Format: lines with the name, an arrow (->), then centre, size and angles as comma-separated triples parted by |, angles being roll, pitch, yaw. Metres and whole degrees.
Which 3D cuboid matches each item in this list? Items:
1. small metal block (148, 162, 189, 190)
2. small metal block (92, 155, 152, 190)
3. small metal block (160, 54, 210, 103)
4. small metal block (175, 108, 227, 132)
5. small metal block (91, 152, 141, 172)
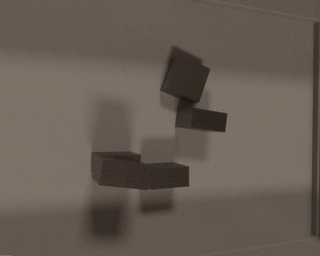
small metal block -> 0.004, 0.061, 0.400 | 0.050, 0.050, 0.025 | -1, 91, -20
small metal block -> -0.042, 0.047, 0.329 | 0.050, 0.050, 0.025 | 10, 87, -20
small metal block -> 0.035, -0.066, 0.424 | 0.050, 0.025, 0.050 | 21, 83, -19
small metal block -> 0.055, -0.010, 0.419 | 0.050, 0.050, 0.025 | 8, 88, -20
small metal block -> -0.055, 0.043, 0.378 | 0.050, 0.050, 0.025 | 1, 90, -20
